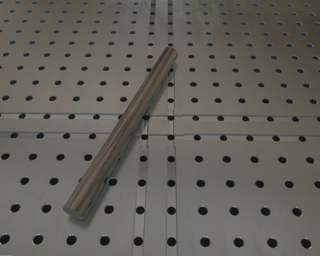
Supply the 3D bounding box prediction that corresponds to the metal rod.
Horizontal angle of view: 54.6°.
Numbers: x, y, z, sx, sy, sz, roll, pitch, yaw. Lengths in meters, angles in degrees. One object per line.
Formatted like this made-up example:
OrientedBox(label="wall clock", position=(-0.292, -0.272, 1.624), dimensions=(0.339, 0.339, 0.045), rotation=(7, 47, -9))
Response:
OrientedBox(label="metal rod", position=(-0.037, -0.016, 0.420), dimensions=(0.025, 0.025, 0.301), rotation=(17, 52, 14))
